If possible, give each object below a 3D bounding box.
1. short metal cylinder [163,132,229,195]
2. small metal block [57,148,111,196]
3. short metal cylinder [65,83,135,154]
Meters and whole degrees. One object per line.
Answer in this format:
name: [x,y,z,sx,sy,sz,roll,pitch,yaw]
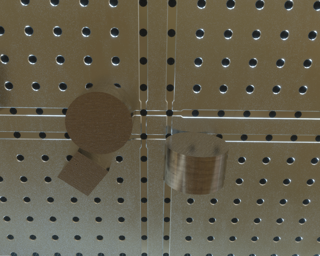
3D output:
short metal cylinder: [0.045,0.043,0.400,0.081,0.080,0.050,2,110,-1]
small metal block: [-0.105,0.059,0.434,0.050,0.025,0.050,37,106,-13]
short metal cylinder: [-0.073,-0.013,0.394,0.081,0.050,0.079,0,110,0]
